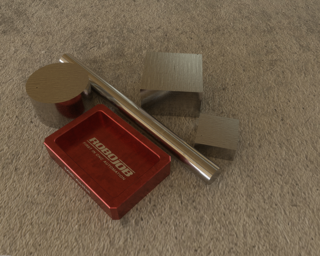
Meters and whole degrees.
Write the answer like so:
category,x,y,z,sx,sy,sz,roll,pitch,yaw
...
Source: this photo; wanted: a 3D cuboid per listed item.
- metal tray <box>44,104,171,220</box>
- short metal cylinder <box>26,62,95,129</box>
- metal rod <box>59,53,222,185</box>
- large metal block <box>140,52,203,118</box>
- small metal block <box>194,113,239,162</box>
category,x,y,z,sx,sy,sz,roll,pitch,yaw
metal tray,-0.063,0.034,0.372,0.130,0.030,0.090,37,59,26
short metal cylinder,-0.134,-0.045,0.424,0.081,0.050,0.080,0,50,0
metal rod,-0.043,-0.026,0.425,0.300,0.025,0.025,38,59,27
large metal block,0.017,-0.062,0.441,0.080,0.050,0.080,3,50,2
small metal block,0.072,0.011,0.397,0.050,0.025,0.050,10,51,8
